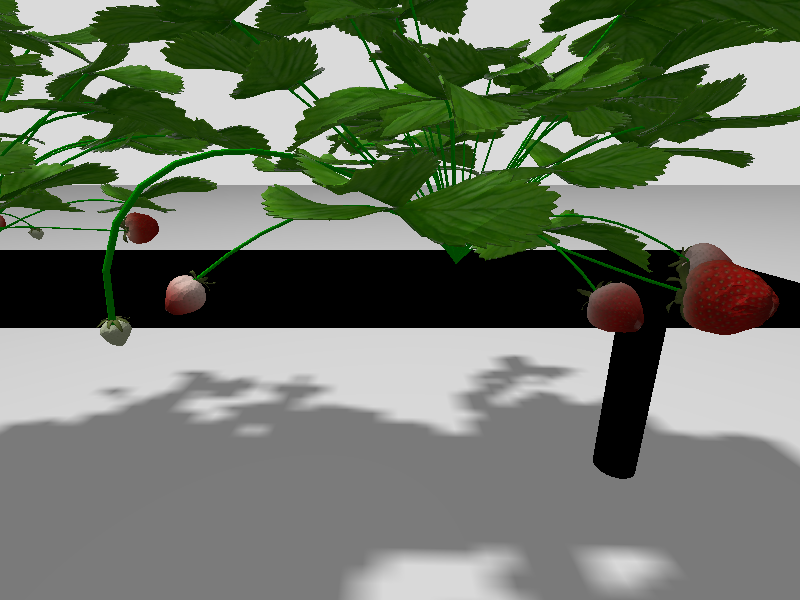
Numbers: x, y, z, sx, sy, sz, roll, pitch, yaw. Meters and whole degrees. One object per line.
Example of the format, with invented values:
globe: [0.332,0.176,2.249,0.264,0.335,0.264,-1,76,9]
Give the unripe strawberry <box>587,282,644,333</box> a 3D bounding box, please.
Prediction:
unripe strawberry: [0.108,0.005,0.198,0.024,0.026,0.027,-6,33,-18]

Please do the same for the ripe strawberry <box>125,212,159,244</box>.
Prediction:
ripe strawberry: [-0.289,-0.081,0.449,0.033,0.035,0.031,-15,23,-41]

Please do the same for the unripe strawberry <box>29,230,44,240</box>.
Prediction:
unripe strawberry: [-0.441,-0.080,0.486,0.013,0.014,0.013,-5,37,-16]

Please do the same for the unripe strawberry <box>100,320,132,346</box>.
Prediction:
unripe strawberry: [-0.117,0.014,0.165,0.010,0.011,0.011,14,23,38]

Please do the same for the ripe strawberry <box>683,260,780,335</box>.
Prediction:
ripe strawberry: [0.157,0.000,0.192,0.032,0.037,0.035,-11,21,-31]

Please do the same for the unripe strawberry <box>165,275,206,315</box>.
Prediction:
unripe strawberry: [-0.122,-0.002,0.226,0.023,0.023,0.020,21,-20,49]

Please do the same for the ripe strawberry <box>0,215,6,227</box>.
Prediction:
ripe strawberry: [-0.535,-0.100,0.523,0.031,0.026,0.031,-13,-2,-35]

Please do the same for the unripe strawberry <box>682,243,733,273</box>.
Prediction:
unripe strawberry: [0.224,-0.026,0.292,0.030,0.029,0.028,13,21,17]
